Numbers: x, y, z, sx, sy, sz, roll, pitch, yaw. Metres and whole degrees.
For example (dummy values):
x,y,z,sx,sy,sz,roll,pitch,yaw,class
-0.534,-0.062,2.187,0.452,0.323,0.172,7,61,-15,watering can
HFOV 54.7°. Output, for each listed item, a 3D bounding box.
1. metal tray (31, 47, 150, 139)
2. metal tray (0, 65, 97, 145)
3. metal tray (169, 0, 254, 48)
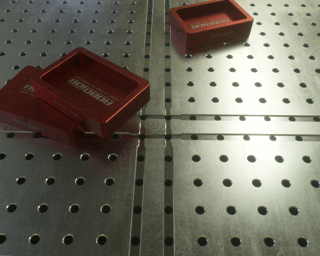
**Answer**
x,y,z,sx,sy,sz,roll,pitch,yaw,class
-0.090,-0.051,0.406,0.130,0.030,0.090,30,56,22,metal tray
-0.155,-0.035,0.432,0.130,0.030,0.090,17,52,13,metal tray
0.092,-0.196,0.570,0.131,0.030,0.090,-16,52,-14,metal tray
